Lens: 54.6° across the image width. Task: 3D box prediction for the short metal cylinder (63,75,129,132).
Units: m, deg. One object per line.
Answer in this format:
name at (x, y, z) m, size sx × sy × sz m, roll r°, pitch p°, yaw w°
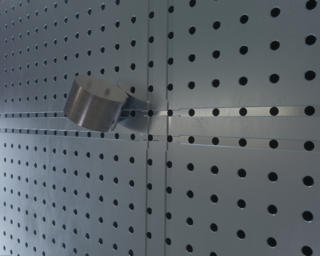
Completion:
short metal cylinder at (-0.093, -0.036, 0.451) m, size 0.080 × 0.081 × 0.050 m, roll 40°, pitch 114°, yaw 33°
